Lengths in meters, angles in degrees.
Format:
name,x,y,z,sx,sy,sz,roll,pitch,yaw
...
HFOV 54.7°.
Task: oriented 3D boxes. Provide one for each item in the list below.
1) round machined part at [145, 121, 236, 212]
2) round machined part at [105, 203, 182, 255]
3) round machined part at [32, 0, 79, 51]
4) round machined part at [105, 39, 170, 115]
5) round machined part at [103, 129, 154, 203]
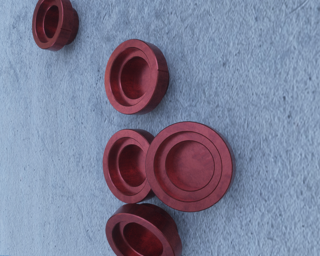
name,x,y,z,sx,sy,sz,roll,pitch,yaw
round machined part,0.037,0.042,0.352,0.098,0.042,0.097,-1,86,22
round machined part,-0.017,0.135,0.392,0.098,0.042,0.097,13,120,24
round machined part,-0.179,-0.183,0.542,0.098,0.042,0.097,0,90,40
round machined part,-0.026,-0.066,0.416,0.098,0.042,0.097,0,90,40
round machined part,-0.029,0.050,0.418,0.098,0.042,0.097,0,90,40
